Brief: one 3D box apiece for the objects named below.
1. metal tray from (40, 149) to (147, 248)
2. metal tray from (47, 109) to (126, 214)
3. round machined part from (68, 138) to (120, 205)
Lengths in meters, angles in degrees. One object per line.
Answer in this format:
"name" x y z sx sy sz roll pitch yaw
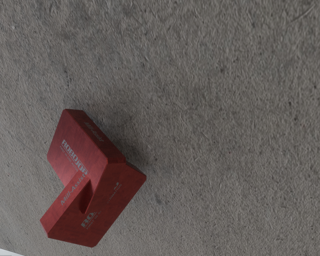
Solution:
"metal tray" -0.089 0.098 0.431 0.030 0.130 0.090 34 176 43
"metal tray" -0.107 0.042 0.431 0.130 0.030 0.089 42 115 37
"round machined part" -0.098 0.062 0.470 0.098 0.042 0.097 17 113 46
